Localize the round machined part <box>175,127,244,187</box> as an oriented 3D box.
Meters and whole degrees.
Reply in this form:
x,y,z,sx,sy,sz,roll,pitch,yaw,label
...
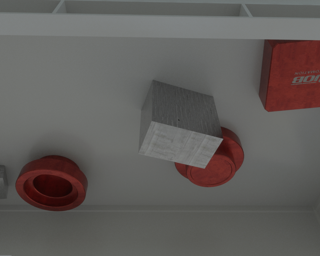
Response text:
x,y,z,sx,sy,sz,roll,pitch,yaw,label
0.070,0.047,0.439,0.099,0.042,0.097,-1,130,0,round machined part

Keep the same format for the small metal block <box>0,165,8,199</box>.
x,y,z,sx,sy,sz,roll,pitch,yaw,label
-0.262,0.084,0.469,0.050,0.025,0.050,-1,132,-19,small metal block

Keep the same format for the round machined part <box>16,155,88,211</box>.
x,y,z,sx,sy,sz,roll,pitch,yaw,label
-0.157,0.079,0.463,0.099,0.042,0.097,-1,130,0,round machined part

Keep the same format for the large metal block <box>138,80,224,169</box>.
x,y,z,sx,sy,sz,roll,pitch,yaw,label
0.022,-0.006,0.369,0.081,0.080,0.050,14,129,-12,large metal block

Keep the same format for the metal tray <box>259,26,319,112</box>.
x,y,z,sx,sy,sz,roll,pitch,yaw,label
0.185,-0.068,0.351,0.131,0.030,0.089,-5,130,4,metal tray
